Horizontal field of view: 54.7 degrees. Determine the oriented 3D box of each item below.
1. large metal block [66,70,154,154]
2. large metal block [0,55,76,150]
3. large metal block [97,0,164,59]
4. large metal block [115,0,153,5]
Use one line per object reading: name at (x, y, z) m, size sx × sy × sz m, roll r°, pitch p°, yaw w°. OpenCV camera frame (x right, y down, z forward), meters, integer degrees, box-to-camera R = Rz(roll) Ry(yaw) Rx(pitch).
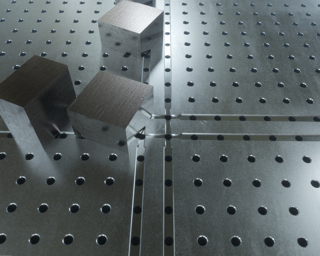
large metal block at (-0.061, -0.023, 0.410) m, size 0.080 × 0.050 × 0.080 m, roll 18°, pitch 52°, yaw 14°
large metal block at (-0.155, -0.033, 0.397) m, size 0.050 × 0.080 × 0.080 m, roll 20°, pitch 53°, yaw 15°
large metal block at (-0.048, -0.173, 0.536) m, size 0.080 × 0.050 × 0.080 m, roll 23°, pitch 53°, yaw 17°
large metal block at (-0.049, -0.285, 0.611) m, size 0.050 × 0.080 × 0.080 m, roll 21°, pitch 53°, yaw 16°
